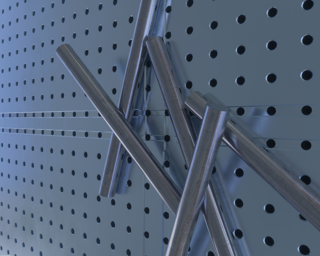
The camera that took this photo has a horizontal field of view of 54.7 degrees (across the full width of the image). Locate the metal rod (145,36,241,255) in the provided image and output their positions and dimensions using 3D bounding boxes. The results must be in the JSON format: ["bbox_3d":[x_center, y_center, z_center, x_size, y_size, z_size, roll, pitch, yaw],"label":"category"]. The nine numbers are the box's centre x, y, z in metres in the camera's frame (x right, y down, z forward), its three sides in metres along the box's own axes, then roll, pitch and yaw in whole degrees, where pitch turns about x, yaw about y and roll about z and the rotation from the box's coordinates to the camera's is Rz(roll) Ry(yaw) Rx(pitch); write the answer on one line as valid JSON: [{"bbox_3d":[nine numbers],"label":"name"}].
[{"bbox_3d":[0.037,0.022,0.376,0.025,0.025,0.299,-29,72,36],"label":"metal rod"}]

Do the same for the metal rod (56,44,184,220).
[{"bbox_3d":[-0.055,-0.004,0.422,0.300,0.025,0.025,52,120,16],"label":"metal rod"}]

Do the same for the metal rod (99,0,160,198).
[{"bbox_3d":[-0.046,-0.041,0.444,0.025,0.025,0.298,23,104,37],"label":"metal rod"}]

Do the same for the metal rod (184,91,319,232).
[{"bbox_3d":[0.129,0.060,0.301,0.300,0.025,0.025,46,118,29],"label":"metal rod"}]

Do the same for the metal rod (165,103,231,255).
[{"bbox_3d":[0.027,0.115,0.358,0.025,0.025,0.298,28,116,36],"label":"metal rod"}]
